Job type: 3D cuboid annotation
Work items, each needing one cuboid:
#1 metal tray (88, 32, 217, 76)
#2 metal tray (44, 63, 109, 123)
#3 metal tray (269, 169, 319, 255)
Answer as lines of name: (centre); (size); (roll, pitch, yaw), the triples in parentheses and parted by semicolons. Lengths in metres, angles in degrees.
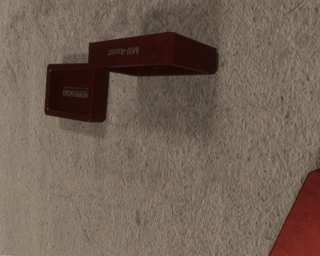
metal tray: (-0.011, -0.083, 0.369); (0.130, 0.091, 0.030); (6, 94, 39)
metal tray: (-0.142, -0.060, 0.515); (0.130, 0.030, 0.089); (9, 96, 39)
metal tray: (0.155, 0.112, 0.274); (0.090, 0.030, 0.129); (29, 108, 36)
